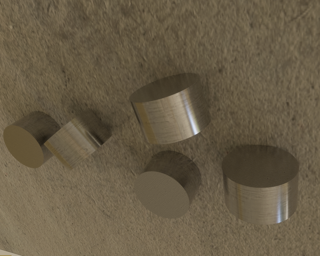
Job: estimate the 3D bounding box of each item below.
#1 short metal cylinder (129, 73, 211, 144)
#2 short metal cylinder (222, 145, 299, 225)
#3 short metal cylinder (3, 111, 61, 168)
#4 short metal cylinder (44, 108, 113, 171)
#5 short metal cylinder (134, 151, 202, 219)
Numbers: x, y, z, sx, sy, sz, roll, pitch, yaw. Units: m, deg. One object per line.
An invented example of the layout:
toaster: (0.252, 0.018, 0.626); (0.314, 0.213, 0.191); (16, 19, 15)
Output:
short metal cylinder: (0.012, -0.023, 0.349); (0.080, 0.080, 0.050); (-6, 115, 30)
short metal cylinder: (0.112, 0.061, 0.350); (0.080, 0.080, 0.050); (4, 120, 26)
short metal cylinder: (-0.206, 0.019, 0.508); (0.080, 0.050, 0.079); (13, 124, 20)
short metal cylinder: (-0.115, 0.016, 0.440); (0.080, 0.080, 0.050); (-33, 100, 38)
short metal cylinder: (0.012, 0.078, 0.432); (0.080, 0.050, 0.079); (13, 124, 20)
